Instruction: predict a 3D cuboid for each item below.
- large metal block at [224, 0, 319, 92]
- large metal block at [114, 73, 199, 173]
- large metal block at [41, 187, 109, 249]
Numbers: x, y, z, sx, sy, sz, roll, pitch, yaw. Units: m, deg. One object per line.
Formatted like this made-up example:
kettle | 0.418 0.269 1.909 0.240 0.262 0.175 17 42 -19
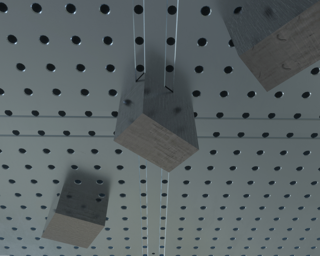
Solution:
large metal block | 0.116 -0.094 0.297 0.080 0.080 0.050 -34 123 25
large metal block | -0.003 -0.007 0.370 0.080 0.080 0.050 33 123 -25
large metal block | -0.143 0.153 0.524 0.080 0.050 0.080 22 127 -19
